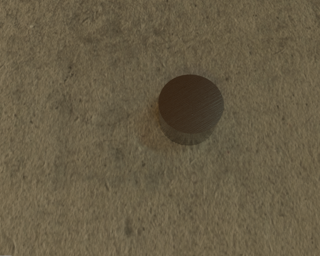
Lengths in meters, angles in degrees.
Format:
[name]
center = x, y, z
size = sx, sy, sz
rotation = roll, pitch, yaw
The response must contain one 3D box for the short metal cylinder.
[short metal cylinder]
center = 0.038, -0.022, 0.404
size = 0.081, 0.050, 0.080
rotation = 0, 70, 0
